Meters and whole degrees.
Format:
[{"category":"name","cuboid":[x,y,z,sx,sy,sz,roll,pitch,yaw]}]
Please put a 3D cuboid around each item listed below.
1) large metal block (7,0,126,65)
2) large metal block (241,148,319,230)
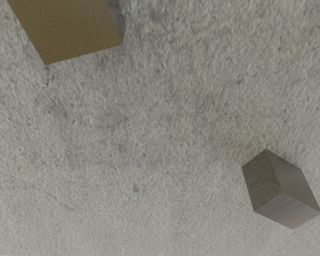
[{"category":"large metal block","cuboid":[-0.085,-0.115,0.292,0.080,0.050,0.080,-12,129,10]},{"category":"large metal block","cuboid":[0.173,0.088,0.449,0.080,0.080,0.050,28,124,-22]}]
